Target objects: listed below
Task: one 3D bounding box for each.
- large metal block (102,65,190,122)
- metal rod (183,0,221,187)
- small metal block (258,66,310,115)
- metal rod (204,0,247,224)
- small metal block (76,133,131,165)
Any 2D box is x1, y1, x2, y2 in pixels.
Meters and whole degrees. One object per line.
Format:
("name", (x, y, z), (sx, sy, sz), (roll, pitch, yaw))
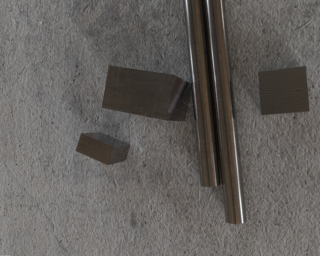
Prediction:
("large metal block", (-0.013, -0.040, 0.383), (0.080, 0.080, 0.050), (12, 94, 19))
("metal rod", (0.050, -0.077, 0.390), (0.025, 0.025, 0.298), (-6, 88, 19))
("small metal block", (0.142, -0.042, 0.359), (0.050, 0.025, 0.050), (-4, 89, 19))
("metal rod", (0.079, -0.036, 0.380), (0.025, 0.025, 0.298), (-6, 88, 19))
("small metal block", (-0.076, 0.027, 0.421), (0.050, 0.050, 0.025), (21, 97, 18))
